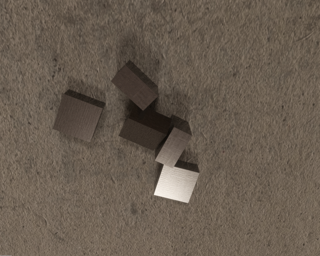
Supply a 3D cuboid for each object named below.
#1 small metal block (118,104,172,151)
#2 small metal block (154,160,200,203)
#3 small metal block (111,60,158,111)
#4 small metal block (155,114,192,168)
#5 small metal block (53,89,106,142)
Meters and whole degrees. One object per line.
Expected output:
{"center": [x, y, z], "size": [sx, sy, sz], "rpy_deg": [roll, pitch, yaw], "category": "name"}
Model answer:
{"center": [-0.020, -0.001, 0.396], "size": [0.050, 0.025, 0.050], "rpy_deg": [24, 147, -9], "category": "small metal block"}
{"center": [0.023, 0.073, 0.437], "size": [0.050, 0.025, 0.050], "rpy_deg": [15, 109, -6], "category": "small metal block"}
{"center": [-0.029, -0.053, 0.376], "size": [0.050, 0.050, 0.025], "rpy_deg": [43, 104, -14], "category": "small metal block"}
{"center": [0.016, 0.016, 0.403], "size": [0.025, 0.050, 0.050], "rpy_deg": [26, 108, -10], "category": "small metal block"}
{"center": [-0.104, -0.016, 0.402], "size": [0.050, 0.025, 0.050], "rpy_deg": [21, 109, -8], "category": "small metal block"}
